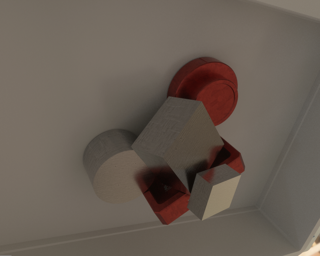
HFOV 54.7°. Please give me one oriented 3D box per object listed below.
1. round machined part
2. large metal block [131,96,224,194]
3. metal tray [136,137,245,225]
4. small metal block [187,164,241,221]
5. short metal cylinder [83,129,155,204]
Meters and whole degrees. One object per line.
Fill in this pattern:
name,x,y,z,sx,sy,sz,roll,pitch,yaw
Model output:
round machined part,0.062,-0.040,0.407,0.099,0.042,0.097,-14,125,-21
large metal block,0.025,0.021,0.372,0.080,0.050,0.080,-54,133,-22
metal tray,0.036,0.058,0.421,0.131,0.090,0.030,-33,128,-7
small metal block,0.064,0.075,0.366,0.050,0.025,0.050,-11,124,-39
short metal cylinder,-0.051,0.048,0.393,0.081,0.050,0.079,-14,125,-21
